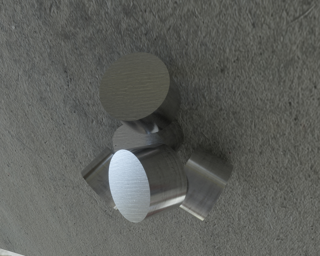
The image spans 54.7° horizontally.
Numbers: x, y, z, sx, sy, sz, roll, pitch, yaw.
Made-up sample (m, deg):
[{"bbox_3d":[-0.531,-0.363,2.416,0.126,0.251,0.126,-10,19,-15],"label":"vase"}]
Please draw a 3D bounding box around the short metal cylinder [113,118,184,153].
[{"bbox_3d":[-0.015,0.018,0.410,0.080,0.050,0.079,13,123,21],"label":"short metal cylinder"}]

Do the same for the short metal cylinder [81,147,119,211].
[{"bbox_3d":[-0.066,0.072,0.445,0.080,0.050,0.080,44,174,7],"label":"short metal cylinder"}]

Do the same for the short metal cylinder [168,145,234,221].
[{"bbox_3d":[0.049,0.068,0.389,0.050,0.080,0.079,30,128,8],"label":"short metal cylinder"}]

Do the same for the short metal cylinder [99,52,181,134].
[{"bbox_3d":[-0.021,-0.038,0.352,0.080,0.080,0.050,13,167,21],"label":"short metal cylinder"}]

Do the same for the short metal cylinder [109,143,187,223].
[{"bbox_3d":[-0.016,0.060,0.351,0.080,0.050,0.079,11,105,49],"label":"short metal cylinder"}]
